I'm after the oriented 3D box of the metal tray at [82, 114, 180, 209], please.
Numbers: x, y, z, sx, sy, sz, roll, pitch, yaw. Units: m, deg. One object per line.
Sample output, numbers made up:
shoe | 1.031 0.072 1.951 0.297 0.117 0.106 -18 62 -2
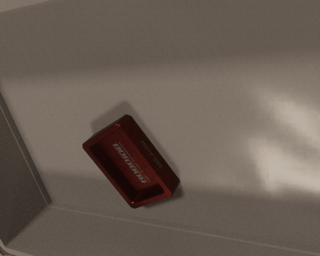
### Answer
metal tray | -0.043 0.054 0.459 0.090 0.030 0.130 -28 103 37
